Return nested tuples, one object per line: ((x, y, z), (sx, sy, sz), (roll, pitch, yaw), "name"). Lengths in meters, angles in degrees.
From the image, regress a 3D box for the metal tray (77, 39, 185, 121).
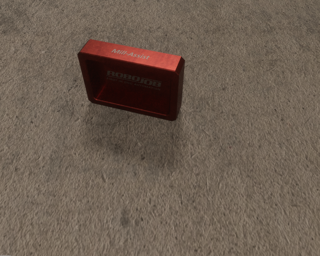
((-0.036, -0.062, 0.412), (0.131, 0.089, 0.030), (13, 51, 10), "metal tray")
